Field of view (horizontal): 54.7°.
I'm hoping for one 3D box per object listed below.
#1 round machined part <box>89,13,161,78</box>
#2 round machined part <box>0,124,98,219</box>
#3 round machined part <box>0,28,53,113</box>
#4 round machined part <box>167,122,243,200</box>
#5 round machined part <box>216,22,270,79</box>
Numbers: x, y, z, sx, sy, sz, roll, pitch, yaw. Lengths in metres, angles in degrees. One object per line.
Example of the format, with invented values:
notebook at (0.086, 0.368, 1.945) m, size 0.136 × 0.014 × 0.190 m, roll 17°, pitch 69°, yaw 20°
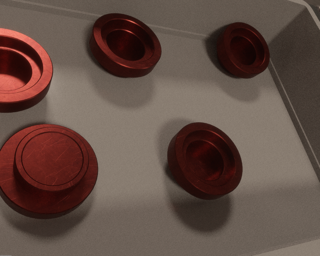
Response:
round machined part at (-0.051, -0.110, 0.436) m, size 0.099 × 0.042 × 0.098 m, roll 14°, pitch 56°, yaw -21°
round machined part at (-0.111, 0.038, 0.313) m, size 0.099 × 0.042 × 0.098 m, roll 14°, pitch 56°, yaw -21°
round machined part at (-0.171, -0.058, 0.338) m, size 0.099 × 0.042 × 0.098 m, roll 14°, pitch 56°, yaw -21°
round machined part at (0.053, 0.045, 0.398) m, size 0.099 × 0.042 × 0.098 m, roll 14°, pitch 56°, yaw -21°
round machined part at (0.140, -0.131, 0.544) m, size 0.099 × 0.042 × 0.098 m, roll 7°, pitch 72°, yaw -23°
